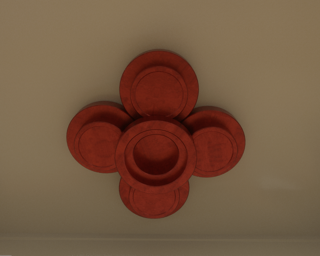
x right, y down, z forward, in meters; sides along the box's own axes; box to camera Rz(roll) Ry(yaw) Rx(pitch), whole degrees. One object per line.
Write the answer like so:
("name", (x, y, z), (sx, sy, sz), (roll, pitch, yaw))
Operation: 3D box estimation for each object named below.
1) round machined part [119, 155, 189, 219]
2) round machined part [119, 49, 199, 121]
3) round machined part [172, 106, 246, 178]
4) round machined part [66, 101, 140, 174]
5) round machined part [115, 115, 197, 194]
("round machined part", (-0.008, 0.086, 0.431), (0.099, 0.042, 0.097), (-1, 109, -1))
("round machined part", (-0.001, -0.046, 0.382), (0.099, 0.042, 0.097), (0, 110, 0))
("round machined part", (0.064, 0.023, 0.409), (0.099, 0.042, 0.097), (0, 110, 0))
("round machined part", (-0.073, 0.017, 0.405), (0.099, 0.042, 0.097), (0, 110, 0))
("round machined part", (-0.005, 0.030, 0.389), (0.099, 0.042, 0.097), (0, 110, 0))
